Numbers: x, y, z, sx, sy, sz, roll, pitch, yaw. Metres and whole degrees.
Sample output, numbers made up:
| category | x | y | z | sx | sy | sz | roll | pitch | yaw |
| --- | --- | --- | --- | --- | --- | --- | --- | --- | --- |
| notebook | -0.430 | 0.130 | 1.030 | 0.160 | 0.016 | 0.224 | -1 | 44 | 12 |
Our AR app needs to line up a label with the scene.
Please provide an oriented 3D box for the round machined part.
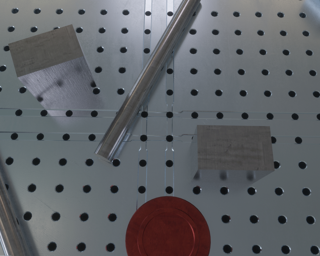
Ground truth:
| category | x | y | z | sx | sy | sz | roll | pitch | yaw |
| --- | --- | --- | --- | --- | --- | --- | --- | --- | --- |
| round machined part | 0.009 | 0.128 | 0.356 | 0.099 | 0.042 | 0.098 | 0 | 70 | 0 |

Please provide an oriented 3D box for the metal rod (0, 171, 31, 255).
| category | x | y | z | sx | sy | sz | roll | pitch | yaw |
| --- | --- | --- | --- | --- | --- | --- | --- | --- | --- |
| metal rod | -0.185 | 0.109 | 0.370 | 0.025 | 0.025 | 0.299 | -27 | 72 | -9 |

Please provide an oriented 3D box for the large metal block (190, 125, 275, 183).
| category | x | y | z | sx | sy | sz | roll | pitch | yaw |
| --- | --- | --- | --- | --- | --- | --- | --- | --- | --- |
| large metal block | 0.081 | 0.034 | 0.371 | 0.081 | 0.080 | 0.050 | 1 | 70 | 0 |

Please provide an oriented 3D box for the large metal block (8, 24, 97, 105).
| category | x | y | z | sx | sy | sz | roll | pitch | yaw |
| --- | --- | --- | --- | --- | --- | --- | --- | --- | --- |
| large metal block | -0.138 | -0.081 | 0.411 | 0.080 | 0.080 | 0.050 | -20 | 72 | -7 |

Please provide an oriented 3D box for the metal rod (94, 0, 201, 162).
| category | x | y | z | sx | sy | sz | roll | pitch | yaw |
| --- | --- | --- | --- | --- | --- | --- | --- | --- | --- |
| metal rod | -0.008 | -0.088 | 0.443 | 0.025 | 0.025 | 0.300 | 25 | 72 | 8 |
